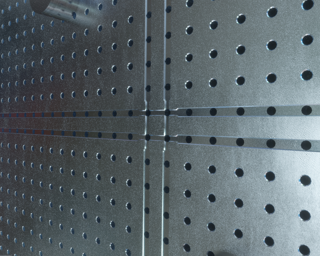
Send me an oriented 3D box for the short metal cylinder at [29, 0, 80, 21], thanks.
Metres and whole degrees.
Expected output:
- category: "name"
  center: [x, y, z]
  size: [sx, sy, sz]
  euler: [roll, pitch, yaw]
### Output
- category: "short metal cylinder"
  center: [-0.185, -0.235, 0.542]
  size: [0.080, 0.050, 0.079]
  euler: [0, 90, 39]
